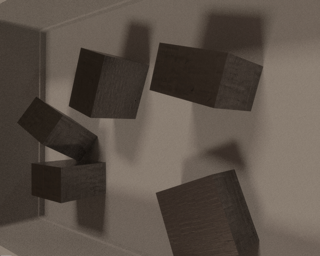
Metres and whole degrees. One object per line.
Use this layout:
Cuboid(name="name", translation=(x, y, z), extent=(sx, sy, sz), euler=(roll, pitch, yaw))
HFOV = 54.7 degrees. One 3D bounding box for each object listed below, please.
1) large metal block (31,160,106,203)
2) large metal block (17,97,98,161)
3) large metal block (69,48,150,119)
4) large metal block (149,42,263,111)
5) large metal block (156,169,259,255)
Cuboid(name="large metal block", translation=(-0.143, 0.079, 0.486), extent=(0.080, 0.081, 0.050), euler=(0, 91, 39))
Cuboid(name="large metal block", translation=(-0.162, 0.003, 0.493), extent=(0.080, 0.080, 0.050), euler=(29, 82, 36))
Cuboid(name="large metal block", translation=(-0.069, -0.059, 0.426), extent=(0.050, 0.081, 0.079), euler=(25, 106, 37))
Cuboid(name="large metal block", translation=(0.050, -0.053, 0.329), extent=(0.080, 0.081, 0.050), euler=(21, 103, 38))
Cuboid(name="large metal block", translation=(0.051, 0.098, 0.347), extent=(0.080, 0.050, 0.080), euler=(-27, 74, 36))
